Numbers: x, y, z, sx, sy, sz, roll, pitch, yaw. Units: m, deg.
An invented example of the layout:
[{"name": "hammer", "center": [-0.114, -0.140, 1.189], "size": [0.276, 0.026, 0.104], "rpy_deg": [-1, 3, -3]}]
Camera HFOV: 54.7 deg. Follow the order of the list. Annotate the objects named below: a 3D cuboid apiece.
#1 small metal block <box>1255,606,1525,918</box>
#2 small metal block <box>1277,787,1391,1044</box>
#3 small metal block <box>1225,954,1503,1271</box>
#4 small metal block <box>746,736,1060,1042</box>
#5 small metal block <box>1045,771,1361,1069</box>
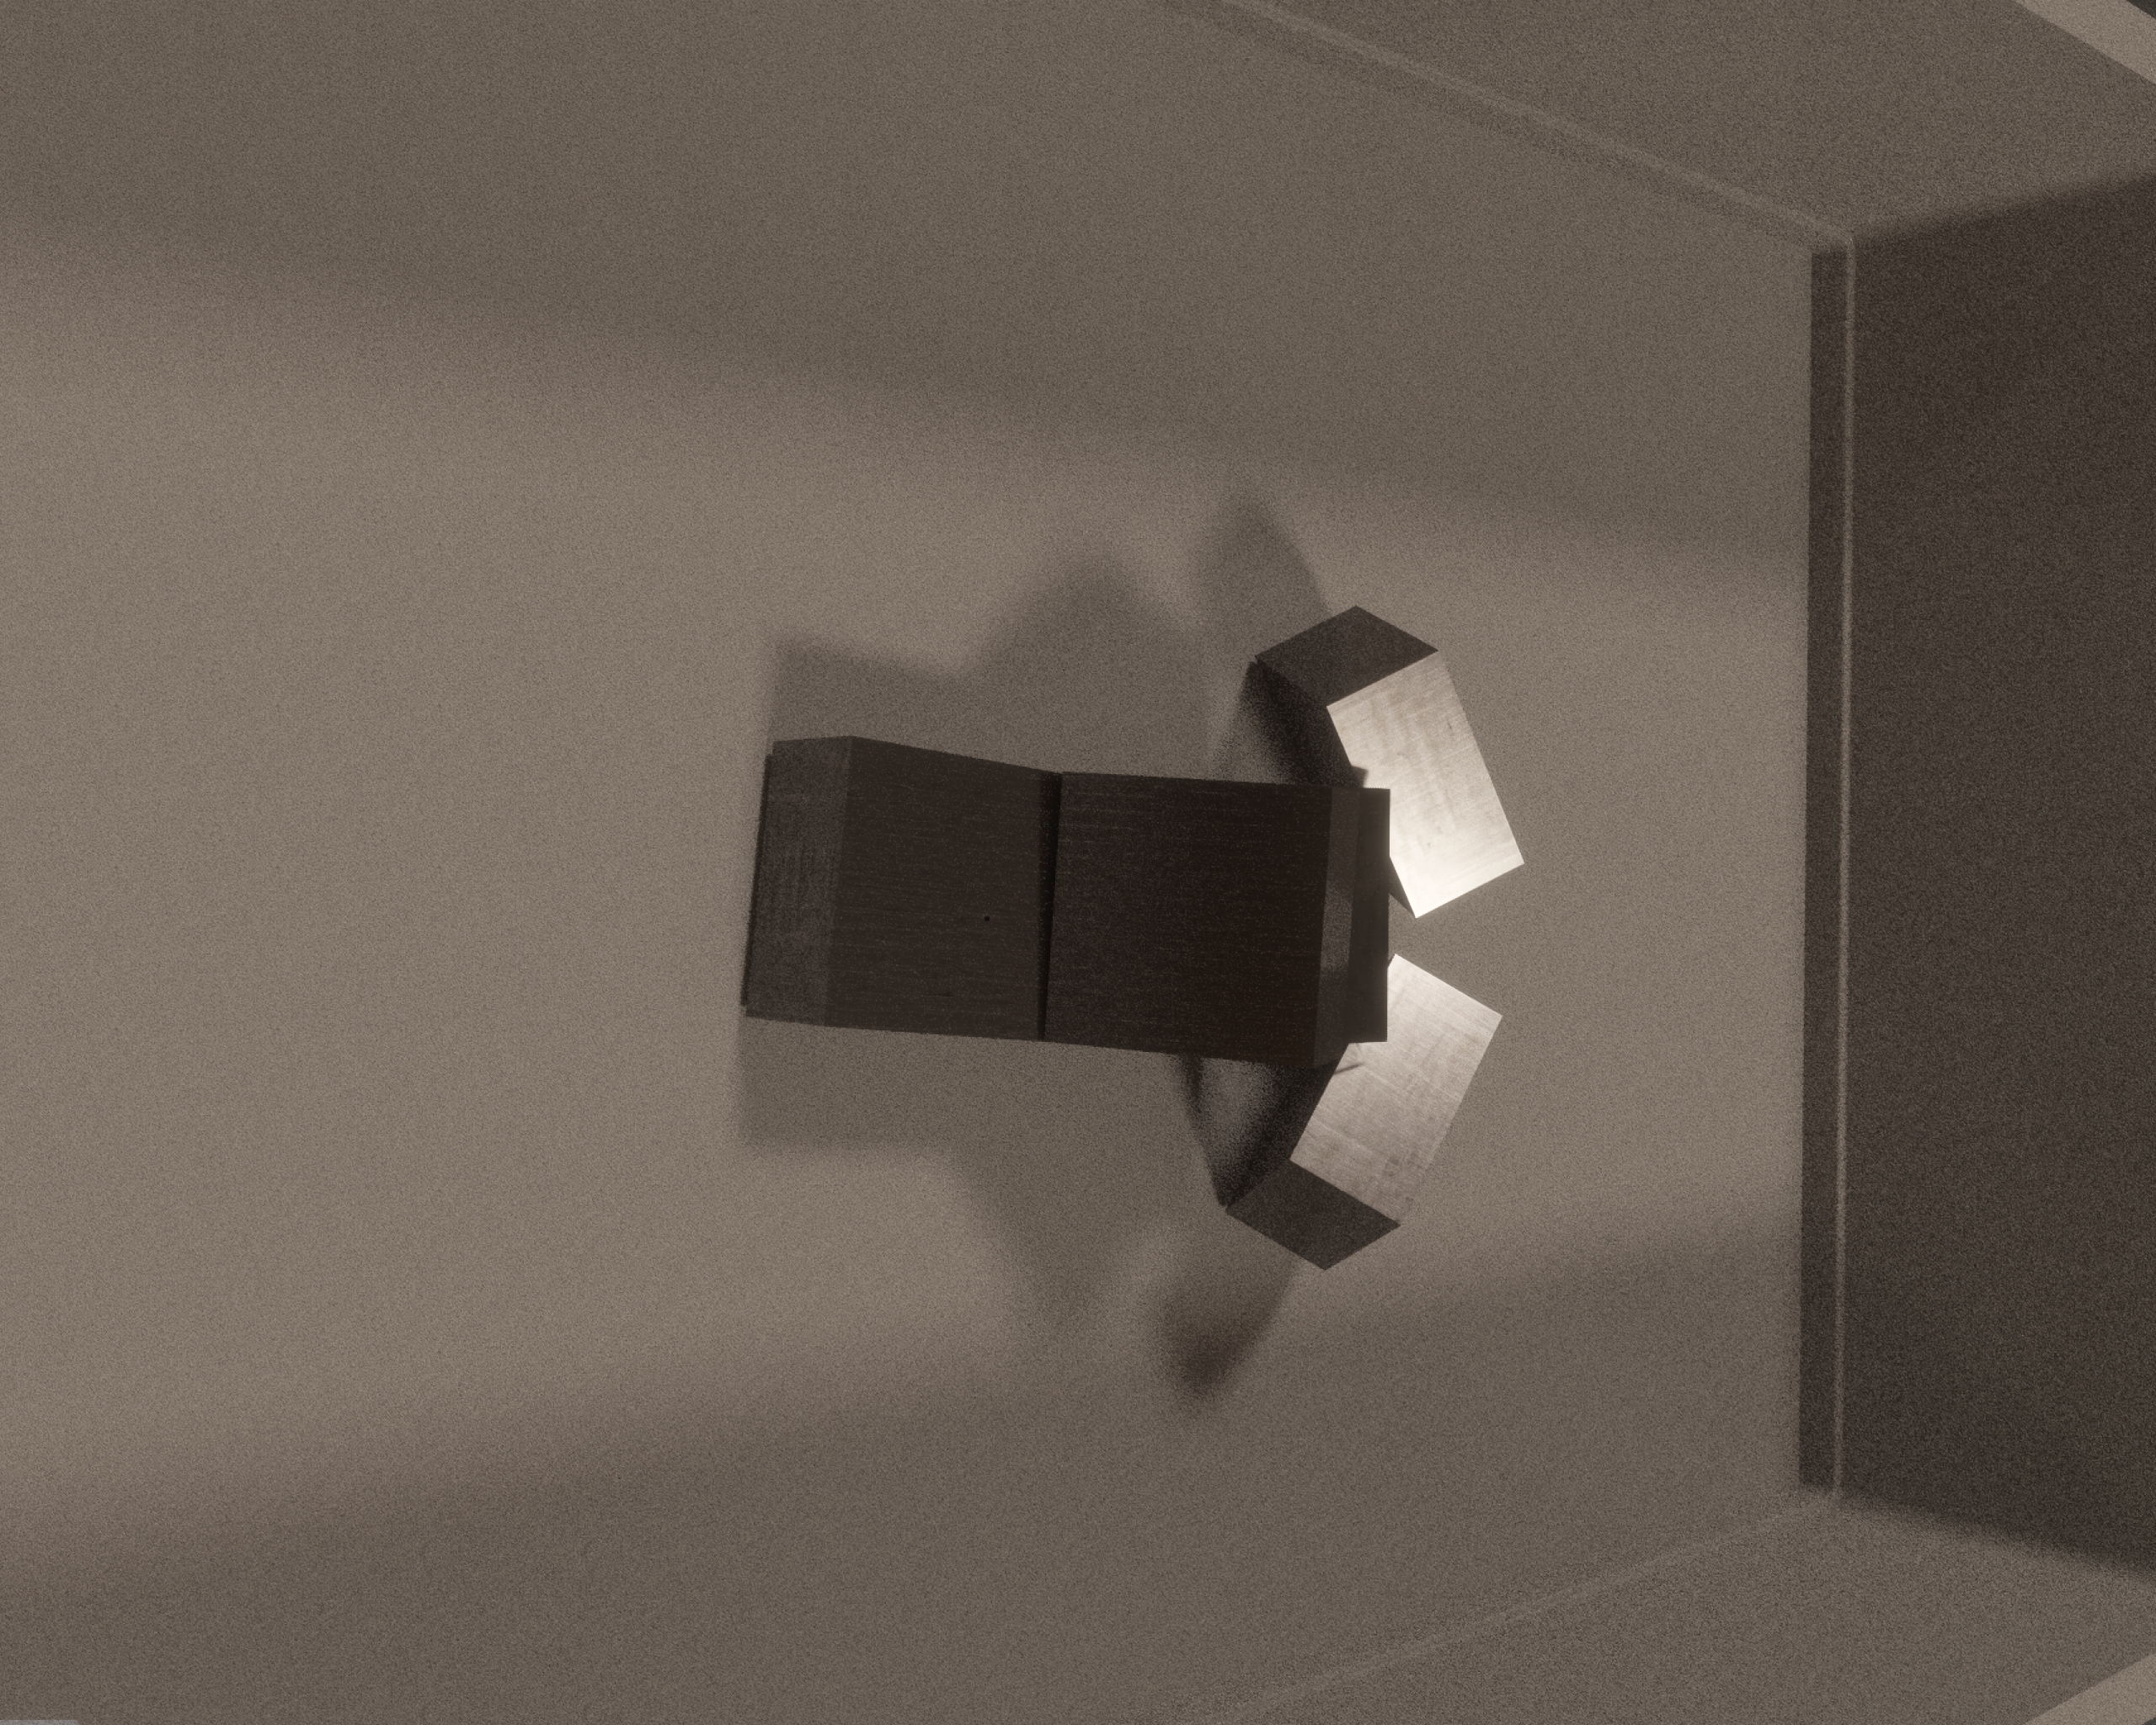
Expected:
[{"name": "small metal block", "center": [0.065, -0.023, 0.442], "size": [0.025, 0.050, 0.050], "rpy_deg": [-27, 111, -3]}, {"name": "small metal block", "center": [0.035, 0.010, 0.420], "size": [0.025, 0.050, 0.050], "rpy_deg": [1, 89, -40]}, {"name": "small metal block", "center": [0.059, 0.053, 0.437], "size": [0.025, 0.050, 0.050], "rpy_deg": [31, 66, 1]}, {"name": "small metal block", "center": [-0.030, 0.006, 0.380], "size": [0.050, 0.025, 0.050], "rpy_deg": [8, 85, -40]}, {"name": "small metal block", "center": [0.023, 0.010, 0.386], "size": [0.025, 0.050, 0.050], "rpy_deg": [2, 92, -72]}]
